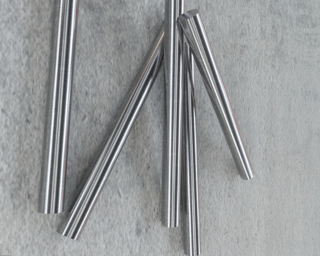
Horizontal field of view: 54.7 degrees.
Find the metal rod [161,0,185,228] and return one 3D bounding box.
[{"bbox_3d":[0.016,-0.018,0.398,0.025,0.025,0.298,-6,101,-40],"label":"metal rod"}]

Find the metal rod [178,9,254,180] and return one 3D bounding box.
[{"bbox_3d":[0.092,-0.026,0.448,0.025,0.025,0.299,-51,132,-28],"label":"metal rod"}]

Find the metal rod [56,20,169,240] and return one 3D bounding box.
[{"bbox_3d":[-0.039,-0.017,0.373,0.025,0.025,0.300,38,67,-34],"label":"metal rod"}]

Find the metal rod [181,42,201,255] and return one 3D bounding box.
[{"bbox_3d":[0.041,0.031,0.441,0.025,0.025,0.298,-4,93,-40],"label":"metal rod"}]

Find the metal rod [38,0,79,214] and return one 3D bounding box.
[{"bbox_3d":[-0.101,-0.065,0.320,0.025,0.025,0.298,6,86,-40],"label":"metal rod"}]
